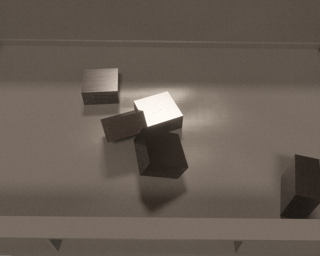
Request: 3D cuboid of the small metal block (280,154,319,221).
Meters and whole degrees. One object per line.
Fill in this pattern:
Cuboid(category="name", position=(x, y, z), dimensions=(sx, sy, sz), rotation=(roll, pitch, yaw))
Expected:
Cuboid(category="small metal block", position=(0.151, 0.065, 0.336), dimensions=(0.025, 0.050, 0.050), rotation=(12, 51, 9))

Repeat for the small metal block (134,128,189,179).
Cuboid(category="small metal block", position=(0.000, 0.030, 0.366), dimensions=(0.050, 0.025, 0.050), rotation=(10, 46, -29))

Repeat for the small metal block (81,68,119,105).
Cuboid(category="small metal block", position=(-0.086, -0.061, 0.456), dimensions=(0.050, 0.025, 0.050), rotation=(-3, 50, -3))

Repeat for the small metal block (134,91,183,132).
Cuboid(category="small metal block", position=(-0.003, -0.018, 0.421), dimensions=(0.050, 0.025, 0.050), rotation=(-18, 52, -15))

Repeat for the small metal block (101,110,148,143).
Cuboid(category="small metal block", position=(-0.046, -0.004, 0.389), dimensions=(0.050, 0.025, 0.050), rotation=(-16, 9, -11))
